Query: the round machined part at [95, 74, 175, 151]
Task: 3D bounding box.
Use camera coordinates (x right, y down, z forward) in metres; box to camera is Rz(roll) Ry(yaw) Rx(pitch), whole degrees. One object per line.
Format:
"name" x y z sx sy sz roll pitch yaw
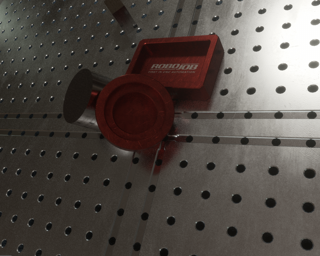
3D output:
"round machined part" -0.033 -0.017 0.404 0.099 0.042 0.098 1 78 -7

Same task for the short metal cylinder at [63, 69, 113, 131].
"short metal cylinder" -0.097 -0.039 0.447 0.080 0.050 0.080 -20 61 43

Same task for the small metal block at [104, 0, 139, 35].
"small metal block" -0.069 -0.202 0.550 0.025 0.050 0.050 -35 52 5

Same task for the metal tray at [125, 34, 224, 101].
"metal tray" 0.017 -0.088 0.448 0.130 0.030 0.090 6 64 30
